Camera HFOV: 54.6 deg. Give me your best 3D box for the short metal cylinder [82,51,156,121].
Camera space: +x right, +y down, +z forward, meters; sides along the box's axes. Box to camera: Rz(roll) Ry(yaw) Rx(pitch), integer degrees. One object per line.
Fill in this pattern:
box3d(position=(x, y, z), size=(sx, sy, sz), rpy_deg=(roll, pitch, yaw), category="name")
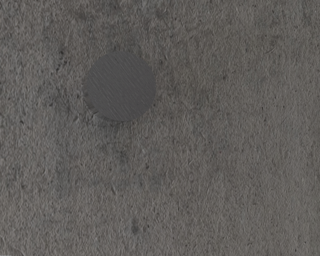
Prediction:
box3d(position=(-0.051, -0.048, 0.377), size=(0.081, 0.050, 0.080), rpy_deg=(0, 90, -20), category="short metal cylinder")
